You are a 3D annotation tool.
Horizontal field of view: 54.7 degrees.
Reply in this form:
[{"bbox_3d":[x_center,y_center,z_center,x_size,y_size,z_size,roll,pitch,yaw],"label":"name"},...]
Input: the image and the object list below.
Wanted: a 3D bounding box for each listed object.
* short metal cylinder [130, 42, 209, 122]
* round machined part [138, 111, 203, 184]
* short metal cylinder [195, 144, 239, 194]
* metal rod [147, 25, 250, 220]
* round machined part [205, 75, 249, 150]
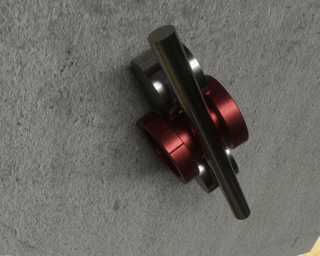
[{"bbox_3d":[0.010,-0.054,0.346,0.050,0.080,0.080,-34,129,-6],"label":"short metal cylinder"},{"bbox_3d":[0.018,0.018,0.382,0.042,0.098,0.098,-37,130,-9],"label":"round machined part"},{"bbox_3d":[0.066,0.046,0.439,0.050,0.080,0.080,-34,129,-6],"label":"short metal cylinder"},{"bbox_3d":[0.059,0.021,0.352,0.025,0.025,0.299,-35,129,-6],"label":"metal rod"},{"bbox_3d":[0.064,-0.014,0.390,0.042,0.098,0.098,-31,129,-3],"label":"round machined part"}]
